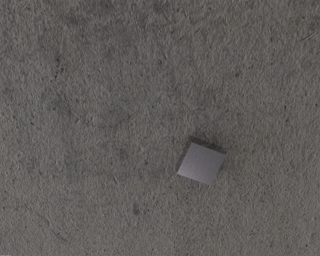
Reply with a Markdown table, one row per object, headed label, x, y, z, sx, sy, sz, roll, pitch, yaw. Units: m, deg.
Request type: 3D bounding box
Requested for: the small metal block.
| label | x | y | z | sx | sy | sz | roll | pitch | yaw |
| --- | --- | --- | --- | --- | --- | --- | --- | --- | --- |
| small metal block | 0.055 | 0.045 | 0.426 | 0.050 | 0.025 | 0.050 | 21 | 109 | -8 |
